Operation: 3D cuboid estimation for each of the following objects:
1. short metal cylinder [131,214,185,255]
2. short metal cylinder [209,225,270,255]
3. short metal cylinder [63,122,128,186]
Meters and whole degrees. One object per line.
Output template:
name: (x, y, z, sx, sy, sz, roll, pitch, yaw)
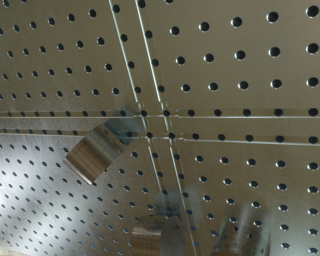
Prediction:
short metal cylinder: (-0.001, 0.178, 0.486, 0.050, 0.080, 0.080, -6, 115, 31)
short metal cylinder: (0.115, 0.190, 0.452, 0.080, 0.050, 0.079, 13, 124, 21)
short metal cylinder: (-0.092, 0.037, 0.447, 0.050, 0.080, 0.080, 44, 129, -3)
